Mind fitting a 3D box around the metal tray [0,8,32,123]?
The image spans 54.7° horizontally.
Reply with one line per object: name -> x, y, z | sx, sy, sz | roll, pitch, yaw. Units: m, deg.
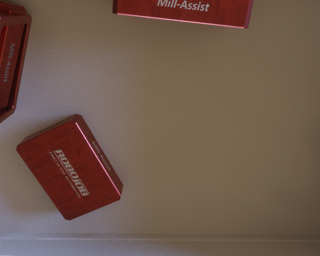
metal tray -> -0.186, -0.066, 0.349 | 0.030, 0.090, 0.129 | 17, 109, -8

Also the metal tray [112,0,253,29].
metal tray -> 0.022, -0.130, 0.328 | 0.131, 0.090, 0.030 | 6, 110, -2

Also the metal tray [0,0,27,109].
metal tray -> -0.217, -0.093, 0.363 | 0.090, 0.030, 0.129 | 23, 109, 3

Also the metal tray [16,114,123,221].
metal tray -> -0.120, 0.056, 0.428 | 0.090, 0.030, 0.130 | -24, 109, 8
